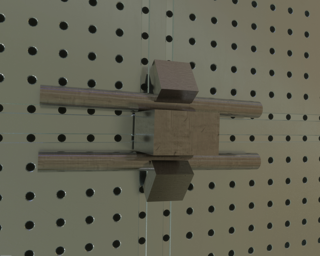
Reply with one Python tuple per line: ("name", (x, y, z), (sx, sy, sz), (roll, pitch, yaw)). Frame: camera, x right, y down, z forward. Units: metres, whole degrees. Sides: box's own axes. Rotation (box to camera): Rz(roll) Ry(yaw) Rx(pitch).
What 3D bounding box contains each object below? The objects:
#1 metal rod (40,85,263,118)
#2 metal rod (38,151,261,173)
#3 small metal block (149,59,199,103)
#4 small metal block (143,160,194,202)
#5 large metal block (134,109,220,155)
("metal rod", (0.004, -0.032, 0.409), (0.302, 0.025, 0.025), (2, 90, -20))
("metal rod", (0.001, 0.044, 0.410), (0.302, 0.025, 0.025), (2, 90, -20))
("small metal block", (0.017, -0.060, 0.403), (0.050, 0.025, 0.050), (1, 55, -20))
("small metal block", (0.010, 0.068, 0.400), (0.050, 0.025, 0.050), (3, 127, -21))
("large metal block", (0.018, 0.006, 0.385), (0.081, 0.080, 0.050), (2, 90, -20))
